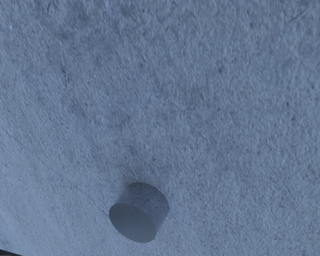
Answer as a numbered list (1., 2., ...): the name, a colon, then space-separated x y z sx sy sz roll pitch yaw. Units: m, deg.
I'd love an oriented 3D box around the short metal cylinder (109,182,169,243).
1. short metal cylinder: -0.032 0.133 0.488 0.080 0.050 0.079 13 124 20
